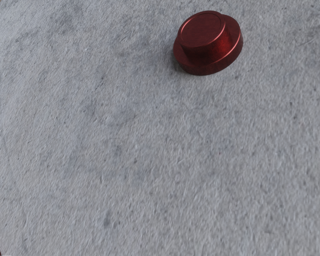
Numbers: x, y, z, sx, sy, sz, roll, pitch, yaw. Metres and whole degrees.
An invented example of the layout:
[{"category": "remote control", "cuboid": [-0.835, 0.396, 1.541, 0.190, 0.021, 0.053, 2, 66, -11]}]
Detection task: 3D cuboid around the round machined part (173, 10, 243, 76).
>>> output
[{"category": "round machined part", "cuboid": [0.063, -0.125, 0.436, 0.098, 0.042, 0.098, -13, 56, 20]}]
